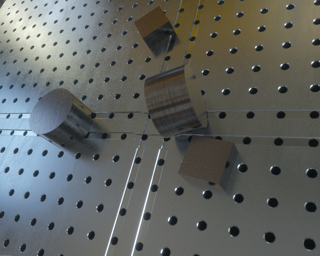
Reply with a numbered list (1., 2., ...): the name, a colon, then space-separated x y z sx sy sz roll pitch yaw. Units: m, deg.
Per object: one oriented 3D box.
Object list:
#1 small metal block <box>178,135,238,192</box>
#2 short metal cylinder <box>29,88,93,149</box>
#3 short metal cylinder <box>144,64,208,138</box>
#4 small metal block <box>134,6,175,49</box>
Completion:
1. small metal block: 0.056 0.039 0.355 0.050 0.025 0.050 11 67 32
2. short metal cylinder: -0.153 -0.015 0.482 0.080 0.050 0.080 -13 56 21
3. short metal cylinder: 0.021 -0.032 0.382 0.050 0.080 0.080 -17 55 19
4. small metal block: -0.009 -0.168 0.517 0.050 0.025 0.050 -31 52 8
